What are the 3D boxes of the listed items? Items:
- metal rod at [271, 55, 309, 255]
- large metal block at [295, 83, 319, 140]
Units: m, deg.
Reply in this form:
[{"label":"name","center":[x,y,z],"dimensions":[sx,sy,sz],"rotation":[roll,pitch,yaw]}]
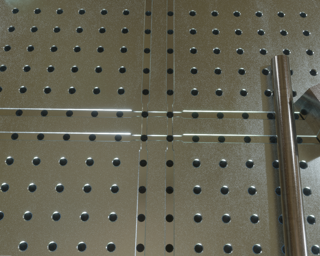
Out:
[{"label":"metal rod","center":[0.165,0.041,0.397],"dimensions":[0.025,0.025,0.299],"rotation":[3,70,1]},{"label":"large metal block","center":[0.243,-0.026,0.409],"dimensions":[0.080,0.050,0.080],"rotation":[-26,72,-9]}]
